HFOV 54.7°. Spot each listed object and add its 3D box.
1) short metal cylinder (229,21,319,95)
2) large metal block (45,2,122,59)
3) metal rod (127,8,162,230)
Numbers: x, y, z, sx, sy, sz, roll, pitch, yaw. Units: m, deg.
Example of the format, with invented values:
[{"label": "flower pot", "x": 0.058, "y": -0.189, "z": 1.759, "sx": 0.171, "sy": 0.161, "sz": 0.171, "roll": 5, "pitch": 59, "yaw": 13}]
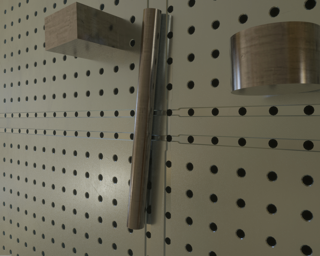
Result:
[{"label": "short metal cylinder", "x": 0.106, "y": -0.060, "z": 0.286, "sx": 0.080, "sy": 0.081, "sz": 0.050, "roll": -2, "pitch": 89, "yaw": 40}, {"label": "large metal block", "x": -0.116, "y": -0.143, "z": 0.469, "sx": 0.080, "sy": 0.081, "sz": 0.050, "roll": -3, "pitch": 88, "yaw": 40}, {"label": "metal rod", "x": -0.022, "y": -0.009, "z": 0.427, "sx": 0.025, "sy": 0.025, "sz": 0.298, "roll": 8, "pitch": 95, "yaw": 40}]
